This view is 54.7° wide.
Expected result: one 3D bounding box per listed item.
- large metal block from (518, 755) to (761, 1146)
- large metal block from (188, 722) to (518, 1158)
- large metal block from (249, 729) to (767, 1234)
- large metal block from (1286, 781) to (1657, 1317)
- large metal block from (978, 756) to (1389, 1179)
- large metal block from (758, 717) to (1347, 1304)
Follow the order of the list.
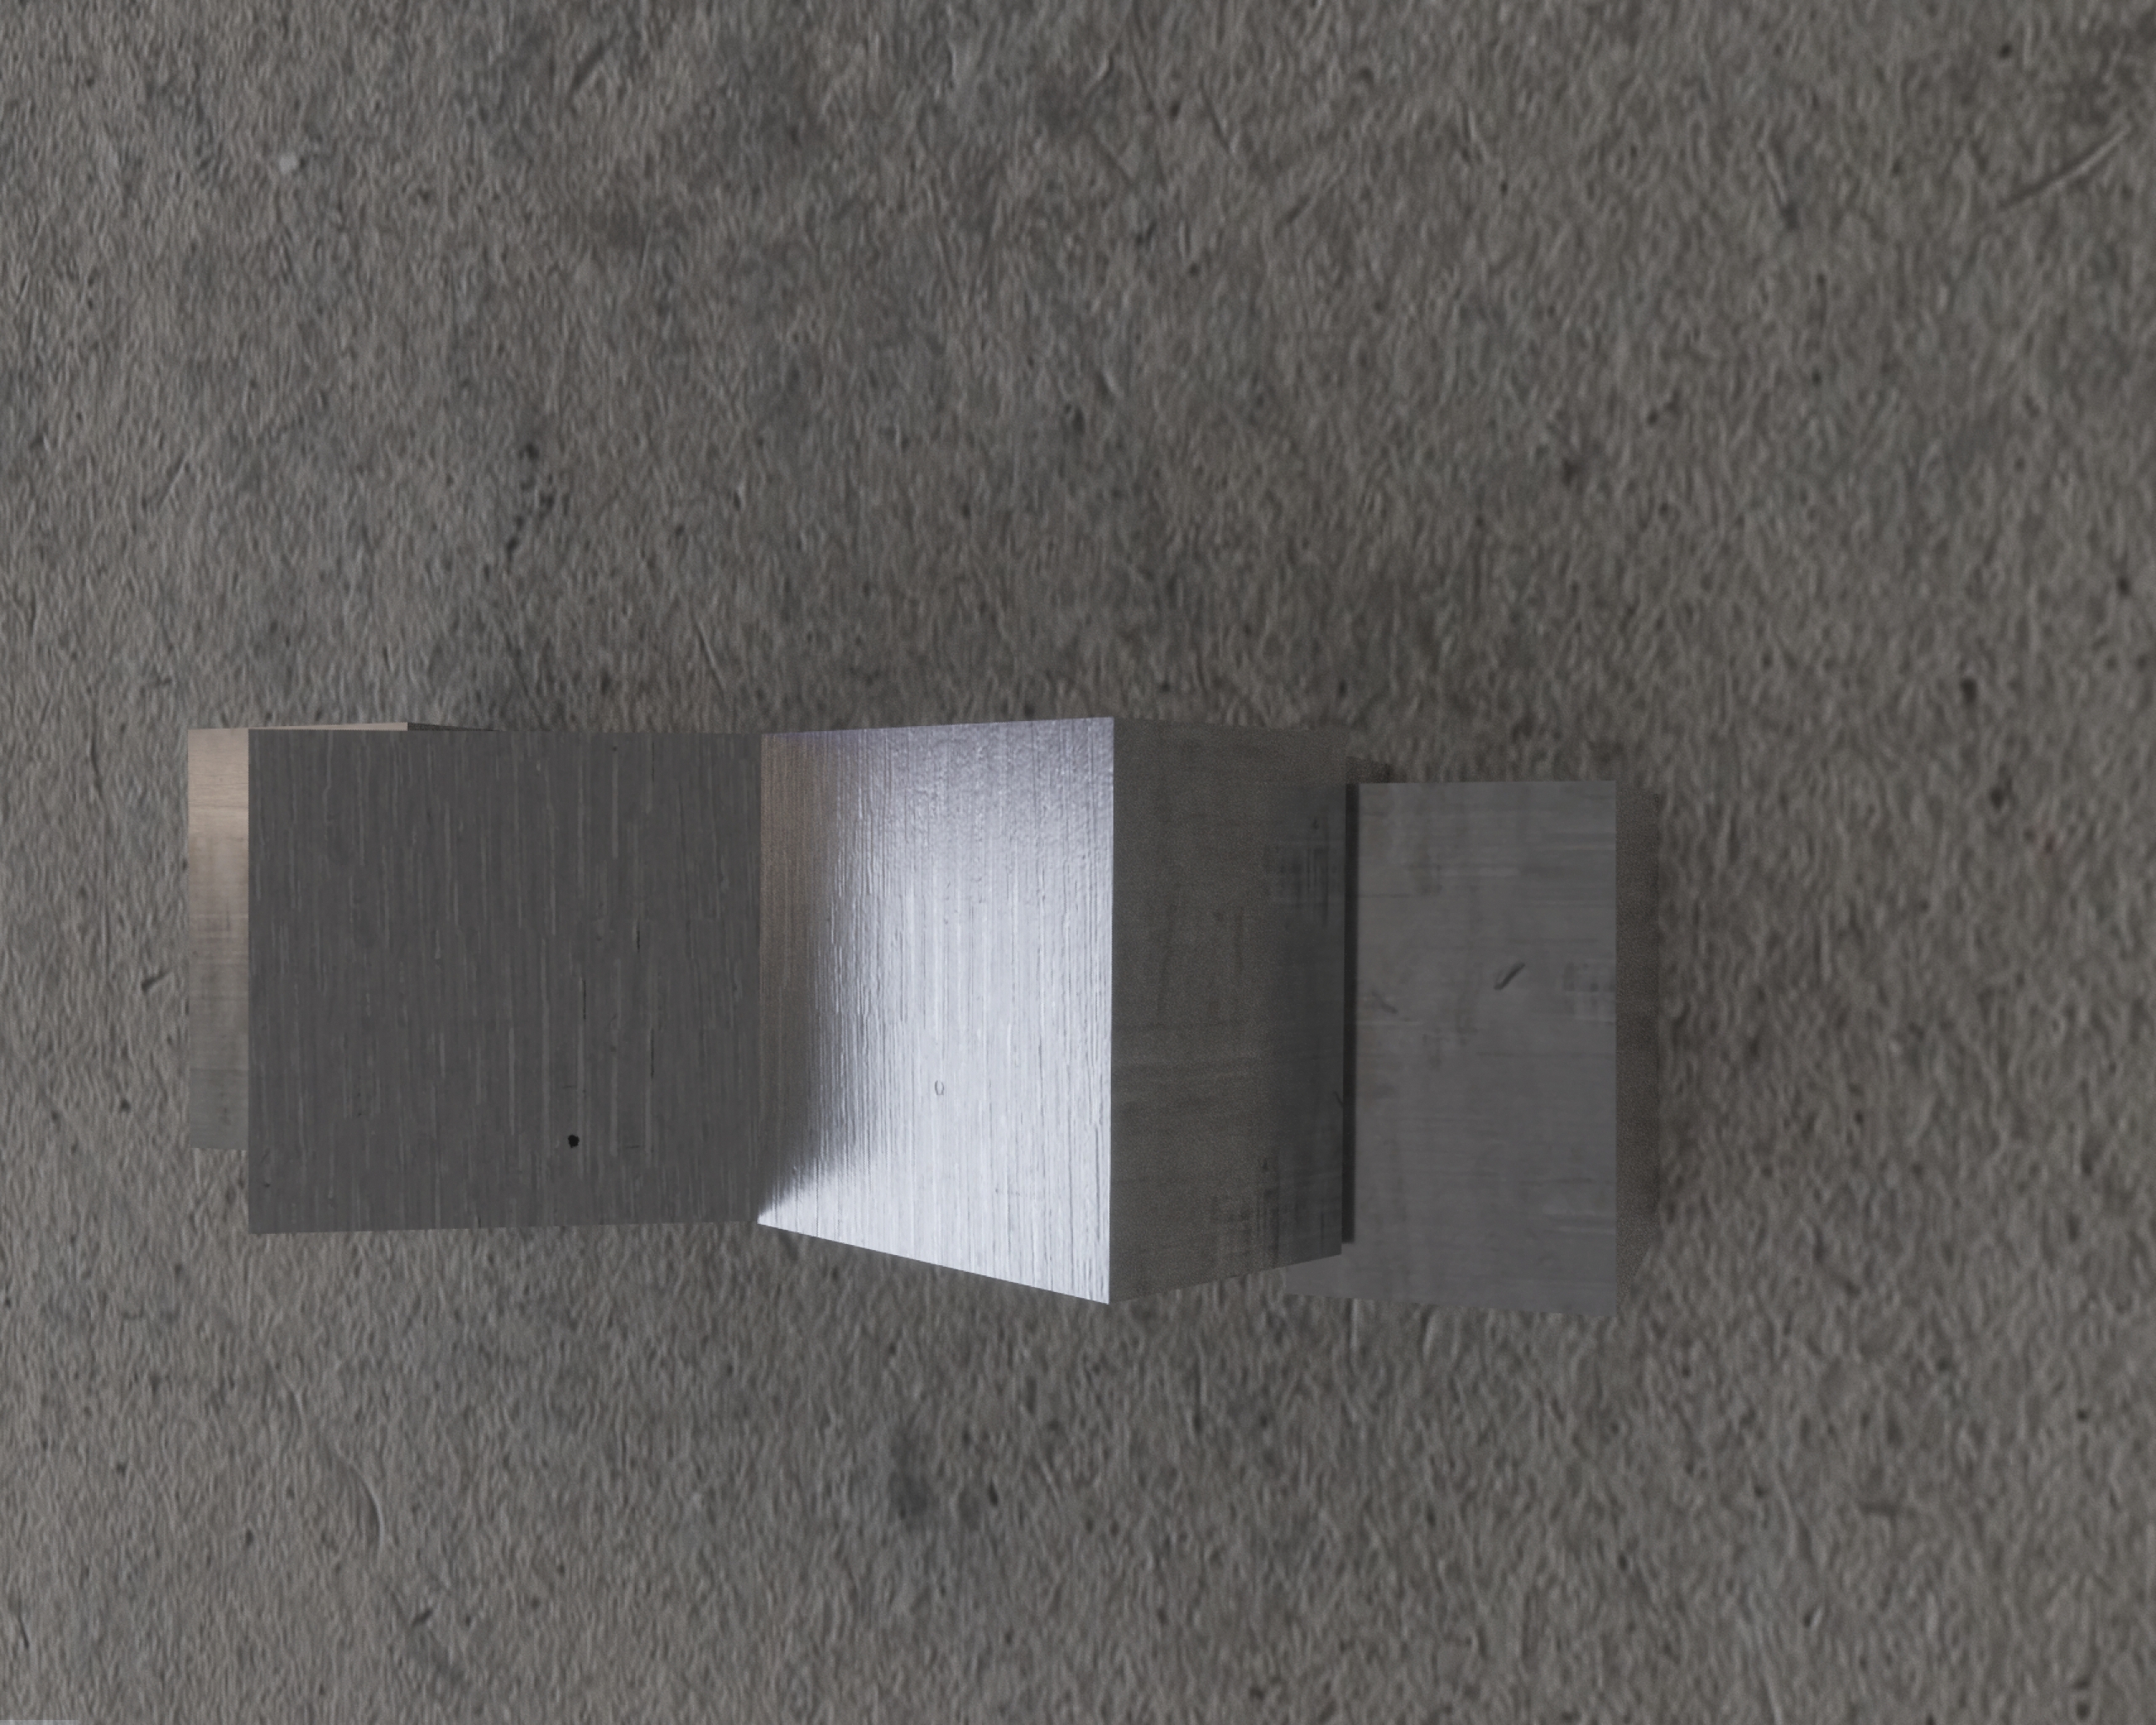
[{"bbox_3d":[-0.063,0.018,0.418,0.080,0.050,0.080,0,90,20],"label":"large metal block"},{"bbox_3d":[-0.132,0.014,0.426,0.050,0.080,0.080,0,90,20],"label":"large metal block"},{"bbox_3d":[-0.094,0.019,0.359,0.081,0.050,0.080,0,90,-9],"label":"large metal block"},{"bbox_3d":[0.070,0.027,0.355,0.050,0.080,0.080,0,90,20],"label":"large metal block"},{"bbox_3d":[0.013,0.021,0.391,0.080,0.050,0.080,0,90,20],"label":"large metal block"},{"bbox_3d":[-0.006,0.019,0.328,0.080,0.050,0.080,1,91,45],"label":"large metal block"}]
